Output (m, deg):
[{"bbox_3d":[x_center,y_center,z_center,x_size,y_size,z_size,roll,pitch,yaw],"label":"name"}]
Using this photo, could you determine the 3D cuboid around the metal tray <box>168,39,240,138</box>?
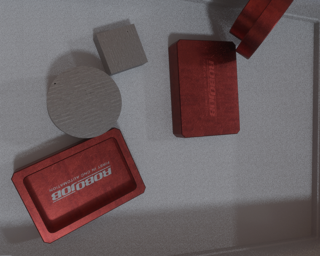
[{"bbox_3d":[0.062,-0.054,0.432,0.091,0.030,0.129,-4,91,-20],"label":"metal tray"}]

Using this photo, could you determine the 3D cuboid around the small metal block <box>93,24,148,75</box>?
[{"bbox_3d":[-0.050,-0.098,0.393,0.050,0.025,0.050,-23,98,-19],"label":"small metal block"}]

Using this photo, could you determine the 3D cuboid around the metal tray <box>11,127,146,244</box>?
[{"bbox_3d":[-0.094,0.065,0.373,0.131,0.030,0.090,-26,99,-19],"label":"metal tray"}]

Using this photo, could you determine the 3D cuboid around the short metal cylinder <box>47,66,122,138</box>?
[{"bbox_3d":[-0.090,-0.029,0.364,0.081,0.050,0.079,0,90,-20],"label":"short metal cylinder"}]

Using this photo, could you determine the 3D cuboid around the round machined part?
[{"bbox_3d":[0.127,-0.141,0.400,0.042,0.098,0.098,36,78,4],"label":"round machined part"}]
